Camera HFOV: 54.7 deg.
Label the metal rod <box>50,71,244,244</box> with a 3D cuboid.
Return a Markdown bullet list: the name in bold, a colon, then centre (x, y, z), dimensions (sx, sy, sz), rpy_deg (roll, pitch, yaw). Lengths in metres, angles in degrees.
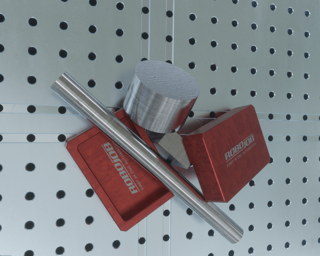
- **metal rod**: centre (-0.004, 0.046, 0.375), dimensions (0.300, 0.025, 0.025), rpy_deg (43, 77, -16)

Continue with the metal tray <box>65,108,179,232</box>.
- **metal tray**: centre (-0.046, 0.050, 0.389), dimensions (0.090, 0.030, 0.130), rpy_deg (-33, 101, -17)

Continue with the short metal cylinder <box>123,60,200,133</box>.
- **short metal cylinder**: centre (0.002, -0.039, 0.374), dimensions (0.081, 0.080, 0.050), rpy_deg (9, 129, -20)

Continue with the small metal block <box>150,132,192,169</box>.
- **small metal block**: centre (0.015, 0.025, 0.400), dimensions (0.050, 0.050, 0.025), rpy_deg (42, 77, -15)

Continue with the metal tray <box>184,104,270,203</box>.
- **metal tray**: centre (0.096, 0.030, 0.414), dimensions (0.131, 0.030, 0.090), rpy_deg (-27, 100, -43)
